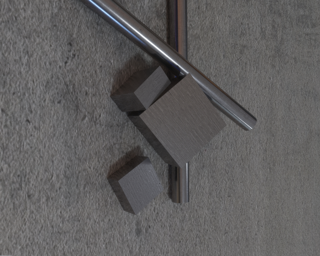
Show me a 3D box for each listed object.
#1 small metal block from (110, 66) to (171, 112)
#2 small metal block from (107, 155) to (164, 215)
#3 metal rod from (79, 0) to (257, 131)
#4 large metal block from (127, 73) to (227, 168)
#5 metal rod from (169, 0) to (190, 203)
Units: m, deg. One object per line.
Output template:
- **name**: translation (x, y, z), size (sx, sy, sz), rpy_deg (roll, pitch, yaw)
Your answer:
- **small metal block**: translation (-0.023, -0.046, 0.370), size (0.050, 0.050, 0.025), rpy_deg (-50, 119, -28)
- **small metal block**: translation (-0.029, 0.069, 0.382), size (0.050, 0.025, 0.050), rpy_deg (-37, 113, -34)
- **metal rod**: translation (0.021, -0.082, 0.395), size (0.301, 0.025, 0.025), rpy_deg (34, 69, -26)
- **large metal block**: translation (0.021, -0.009, 0.386), size (0.080, 0.050, 0.080), rpy_deg (-42, 105, -15)
- **metal rod**: translation (0.027, -0.048, 0.429), size (0.025, 0.025, 0.298), rpy_deg (-1, 91, -40)
